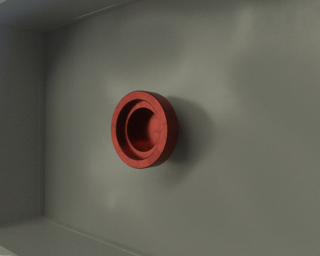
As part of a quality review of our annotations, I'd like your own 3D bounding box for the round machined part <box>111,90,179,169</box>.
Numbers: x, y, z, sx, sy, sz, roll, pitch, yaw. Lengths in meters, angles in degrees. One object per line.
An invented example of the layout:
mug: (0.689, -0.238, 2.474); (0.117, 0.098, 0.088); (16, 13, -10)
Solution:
round machined part: (-0.015, 0.002, 0.401); (0.098, 0.042, 0.097); (0, 90, 39)
